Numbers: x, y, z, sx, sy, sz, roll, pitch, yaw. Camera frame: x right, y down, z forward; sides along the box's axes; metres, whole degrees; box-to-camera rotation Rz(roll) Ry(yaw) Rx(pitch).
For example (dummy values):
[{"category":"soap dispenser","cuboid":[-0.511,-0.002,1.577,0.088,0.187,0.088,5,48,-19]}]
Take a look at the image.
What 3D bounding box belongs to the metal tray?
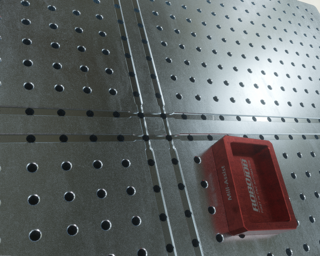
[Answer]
[{"category":"metal tray","cuboid":[0.129,0.077,0.428,0.091,0.030,0.130,7,59,-25]}]
